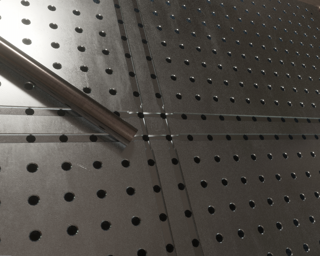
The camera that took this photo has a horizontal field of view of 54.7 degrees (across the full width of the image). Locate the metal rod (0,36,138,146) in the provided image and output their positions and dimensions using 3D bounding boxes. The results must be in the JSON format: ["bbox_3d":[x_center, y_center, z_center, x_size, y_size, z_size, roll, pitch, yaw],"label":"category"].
[{"bbox_3d":[-0.157,-0.072,0.367,0.301,0.025,0.025,34,51,-6],"label":"metal rod"}]
